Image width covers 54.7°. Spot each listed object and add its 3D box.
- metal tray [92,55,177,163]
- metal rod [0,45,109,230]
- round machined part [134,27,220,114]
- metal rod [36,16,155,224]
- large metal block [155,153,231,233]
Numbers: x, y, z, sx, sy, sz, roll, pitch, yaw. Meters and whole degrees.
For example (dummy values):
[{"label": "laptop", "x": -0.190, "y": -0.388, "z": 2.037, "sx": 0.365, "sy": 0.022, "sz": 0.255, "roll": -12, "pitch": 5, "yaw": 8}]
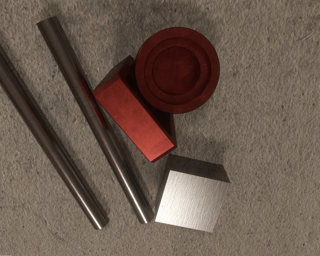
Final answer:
[{"label": "metal tray", "x": -0.022, "y": -0.028, "z": 0.343, "sx": 0.030, "sy": 0.130, "sz": 0.090, "roll": -35, "pitch": 107, "yaw": 12}, {"label": "metal rod", "x": -0.150, "y": 0.015, "z": 0.413, "sx": 0.025, "sy": 0.025, "sz": 0.299, "roll": -24, "pitch": 109, "yaw": 8}, {"label": "round machined part", "x": 0.018, "y": -0.069, "z": 0.370, "sx": 0.099, "sy": 0.042, "sz": 0.097, "roll": -2, "pitch": 104, "yaw": -8}, {"label": "metal rod", "x": -0.076, "y": 0.004, "z": 0.409, "sx": 0.025, "sy": 0.025, "sz": 0.299, "roll": -21, "pitch": 109, "yaw": 7}, {"label": "large metal block", "x": 0.042, "y": 0.090, "z": 0.430, "sx": 0.081, "sy": 0.050, "sz": 0.079, "roll": 13, "pitch": 110, "yaw": -5}]
